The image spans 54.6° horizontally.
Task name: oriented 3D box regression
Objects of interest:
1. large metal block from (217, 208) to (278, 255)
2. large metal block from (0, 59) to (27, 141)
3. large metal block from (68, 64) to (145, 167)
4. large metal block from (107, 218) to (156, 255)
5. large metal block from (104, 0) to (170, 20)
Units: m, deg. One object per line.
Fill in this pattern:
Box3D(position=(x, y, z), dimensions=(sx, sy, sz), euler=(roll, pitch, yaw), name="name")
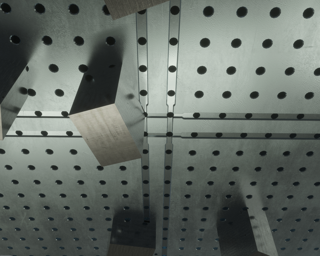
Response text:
Box3D(position=(0.152, 0.204, 0.550), dimensions=(0.050, 0.080, 0.080), euler=(28, 125, -22), name="large metal block")
Box3D(position=(-0.201, -0.038, 0.341), dimensions=(0.080, 0.080, 0.050), euler=(12, 129, -10), name="large metal block")
Box3D(position=(-0.056, -0.015, 0.362), dimensions=(0.050, 0.080, 0.080), euler=(-14, 129, 11), name="large metal block")
Box3D(position=(-0.056, 0.218, 0.580), dimensions=(0.080, 0.050, 0.079), euler=(10, 130, -9), name="large metal block")
Box3D(position=(-0.018, -0.152, 0.266), dimensions=(0.080, 0.050, 0.080), euler=(-15, 129, 12), name="large metal block")
